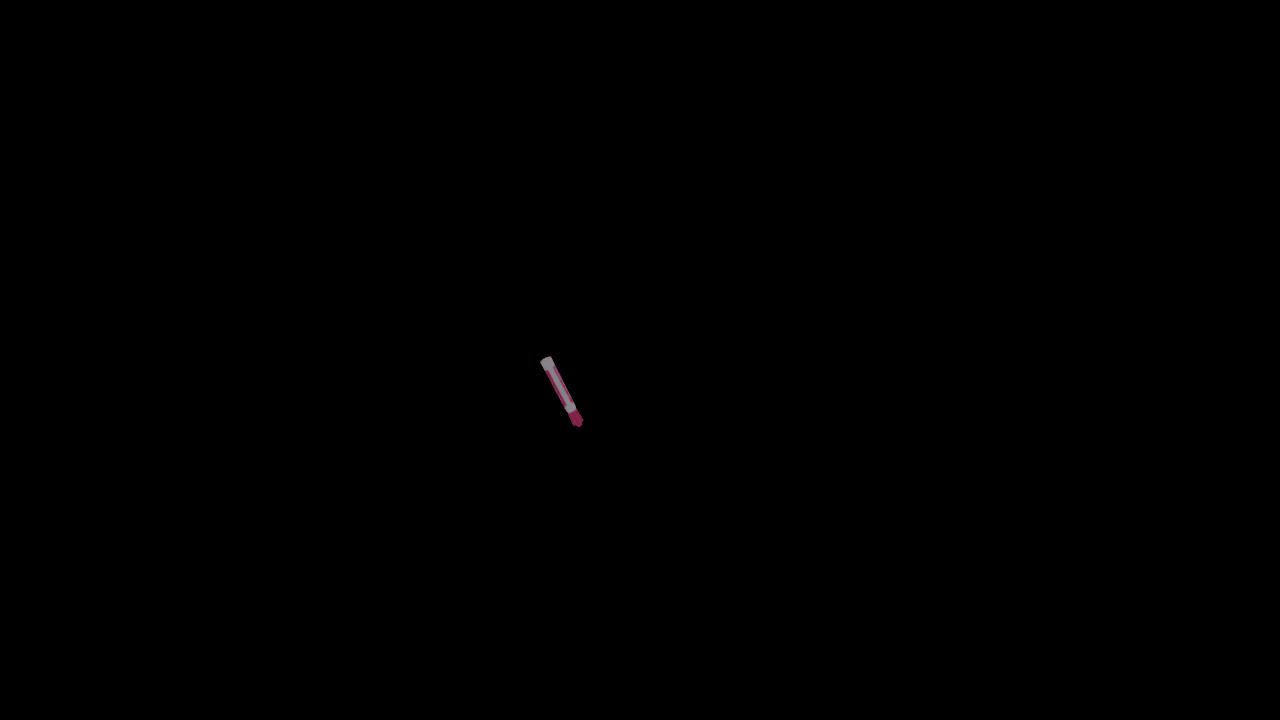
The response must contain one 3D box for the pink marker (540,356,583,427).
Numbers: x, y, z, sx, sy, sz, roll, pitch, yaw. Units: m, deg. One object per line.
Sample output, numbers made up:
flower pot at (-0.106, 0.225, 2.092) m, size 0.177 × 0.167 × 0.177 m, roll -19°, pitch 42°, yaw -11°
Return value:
pink marker at (-0.119, 0.051, 0.950) m, size 0.020 × 0.121 × 0.020 m, roll -23°, pitch 16°, yaw 7°
